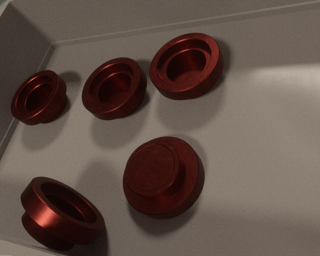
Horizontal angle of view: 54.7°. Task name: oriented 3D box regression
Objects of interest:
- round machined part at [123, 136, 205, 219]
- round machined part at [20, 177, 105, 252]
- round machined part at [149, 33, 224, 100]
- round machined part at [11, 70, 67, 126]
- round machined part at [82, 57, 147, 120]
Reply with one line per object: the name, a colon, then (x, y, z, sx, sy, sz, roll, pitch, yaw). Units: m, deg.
round machined part: (-0.001, 0.053, 0.362, 0.098, 0.042, 0.098, -13, 56, 20)
round machined part: (-0.116, 0.102, 0.356, 0.098, 0.098, 0.042, 35, 88, 38)
round machined part: (0.039, -0.078, 0.421, 0.098, 0.042, 0.098, -13, 56, 20)
round machined part: (-0.198, -0.046, 0.525, 0.098, 0.042, 0.098, -13, 56, 20)
round machined part: (-0.062, -0.053, 0.458, 0.098, 0.042, 0.098, -13, 56, 20)
